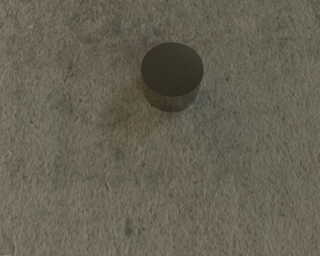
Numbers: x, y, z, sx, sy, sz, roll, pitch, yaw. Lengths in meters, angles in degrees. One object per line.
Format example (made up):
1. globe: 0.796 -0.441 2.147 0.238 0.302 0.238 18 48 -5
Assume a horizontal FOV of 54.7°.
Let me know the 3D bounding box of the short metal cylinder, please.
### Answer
1. short metal cylinder: 0.016 -0.068 0.420 0.081 0.050 0.080 0 70 0
